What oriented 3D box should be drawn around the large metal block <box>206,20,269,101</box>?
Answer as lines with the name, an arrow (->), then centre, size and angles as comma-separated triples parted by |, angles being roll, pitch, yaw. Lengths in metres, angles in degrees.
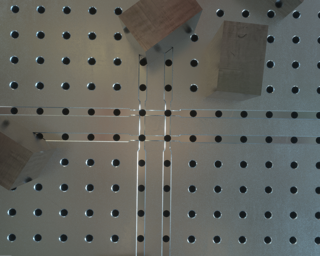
large metal block -> 0.092, -0.079, 0.387 | 0.050, 0.080, 0.079 | 6, 90, 0

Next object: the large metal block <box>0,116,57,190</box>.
large metal block -> -0.188, 0.027, 0.383 | 0.080, 0.080, 0.050 | 33, 90, -1

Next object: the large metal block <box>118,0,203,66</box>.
large metal block -> 0.001, -0.129, 0.386 | 0.080, 0.080, 0.050 | -37, 90, 0

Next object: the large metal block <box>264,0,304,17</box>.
large metal block -> 0.167, -0.209, 0.403 | 0.080, 0.050, 0.080 | 38, 90, -1
